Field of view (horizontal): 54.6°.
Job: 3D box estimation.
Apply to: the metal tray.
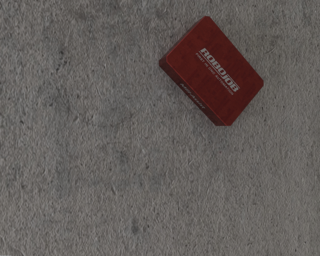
[{"bbox_3d":[0.074,-0.076,0.433,0.130,0.030,0.090,45,76,-15],"label":"metal tray"}]
